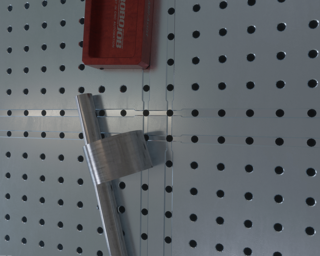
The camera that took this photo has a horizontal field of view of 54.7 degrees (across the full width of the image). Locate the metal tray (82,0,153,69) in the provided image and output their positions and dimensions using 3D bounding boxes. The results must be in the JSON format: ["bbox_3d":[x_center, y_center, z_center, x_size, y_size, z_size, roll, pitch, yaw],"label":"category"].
[{"bbox_3d":[-0.058,-0.150,0.430,0.090,0.030,0.129,4,91,19],"label":"metal tray"}]

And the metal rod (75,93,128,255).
[{"bbox_3d":[-0.077,0.098,0.439,0.025,0.025,0.298,-15,85,19],"label":"metal rod"}]

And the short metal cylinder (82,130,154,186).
[{"bbox_3d":[-0.054,0.038,0.402,0.080,0.080,0.050,-19,84,19],"label":"short metal cylinder"}]
